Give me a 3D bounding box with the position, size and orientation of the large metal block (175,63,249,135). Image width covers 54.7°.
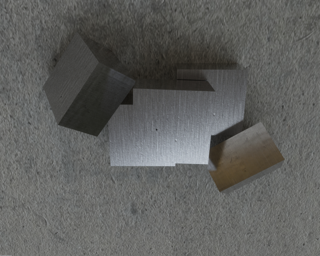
[{"bbox_3d":[0.059,-0.037,0.385,0.081,0.050,0.079,0,110,-1],"label":"large metal block"}]

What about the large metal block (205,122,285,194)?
[{"bbox_3d":[0.105,0.042,0.392,0.080,0.080,0.050,-29,70,10],"label":"large metal block"}]

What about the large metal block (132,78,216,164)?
[{"bbox_3d":[0.012,-0.008,0.339,0.081,0.050,0.079,2,110,-1],"label":"large metal block"}]

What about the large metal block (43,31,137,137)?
[{"bbox_3d":[-0.084,-0.050,0.355,0.050,0.080,0.080,22,112,-43],"label":"large metal block"}]

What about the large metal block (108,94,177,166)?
[{"bbox_3d":[-0.021,0.002,0.396,0.081,0.050,0.079,0,110,-1],"label":"large metal block"}]
